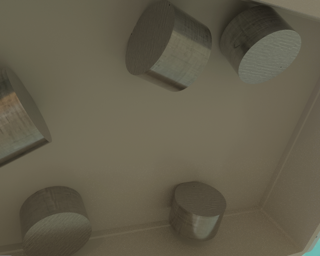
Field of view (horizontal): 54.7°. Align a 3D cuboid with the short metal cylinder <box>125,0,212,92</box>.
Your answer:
[{"bbox_3d":[0.007,-0.084,0.325,0.050,0.080,0.080,19,108,-36],"label":"short metal cylinder"}]

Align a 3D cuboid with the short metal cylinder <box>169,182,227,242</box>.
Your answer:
[{"bbox_3d":[0.058,0.129,0.484,0.081,0.080,0.050,-3,120,-27],"label":"short metal cylinder"}]

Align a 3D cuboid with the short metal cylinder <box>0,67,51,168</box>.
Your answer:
[{"bbox_3d":[-0.144,-0.010,0.288,0.050,0.080,0.080,-28,128,-10],"label":"short metal cylinder"}]

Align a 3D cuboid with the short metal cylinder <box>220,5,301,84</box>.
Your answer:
[{"bbox_3d":[0.122,-0.100,0.380,0.081,0.050,0.080,-15,145,-11],"label":"short metal cylinder"}]

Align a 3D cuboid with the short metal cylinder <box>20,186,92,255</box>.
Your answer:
[{"bbox_3d":[-0.133,0.121,0.395,0.081,0.050,0.079,-14,124,-21],"label":"short metal cylinder"}]
